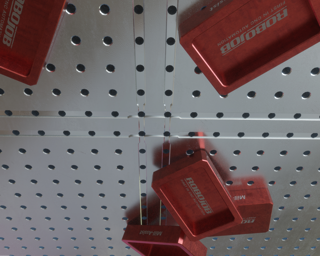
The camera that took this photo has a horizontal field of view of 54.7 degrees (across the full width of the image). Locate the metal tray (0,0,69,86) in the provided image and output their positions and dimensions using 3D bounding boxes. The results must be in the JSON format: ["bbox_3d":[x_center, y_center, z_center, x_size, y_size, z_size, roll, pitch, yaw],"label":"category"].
[{"bbox_3d":[-0.149,-0.114,0.309,0.091,0.030,0.129,23,126,-19],"label":"metal tray"}]

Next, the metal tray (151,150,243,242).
[{"bbox_3d":[0.057,0.106,0.473,0.090,0.030,0.130,-27,111,13],"label":"metal tray"}]

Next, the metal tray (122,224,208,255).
[{"bbox_3d":[0.007,0.210,0.559,0.130,0.030,0.090,-11,133,34],"label":"metal tray"}]

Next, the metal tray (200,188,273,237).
[{"bbox_3d":[0.122,0.149,0.538,0.131,0.030,0.089,-6,130,4],"label":"metal tray"}]

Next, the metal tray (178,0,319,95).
[{"bbox_3d":[0.096,-0.102,0.323,0.130,0.030,0.090,-30,125,22],"label":"metal tray"}]
